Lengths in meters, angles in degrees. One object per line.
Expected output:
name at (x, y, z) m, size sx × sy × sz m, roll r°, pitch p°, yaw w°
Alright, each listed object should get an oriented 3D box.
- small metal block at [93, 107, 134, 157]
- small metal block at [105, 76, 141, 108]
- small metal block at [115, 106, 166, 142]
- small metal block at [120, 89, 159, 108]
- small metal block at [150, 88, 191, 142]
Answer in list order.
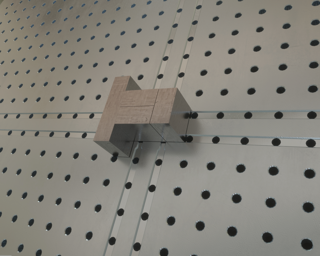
small metal block at (-0.058, 0.006, 0.416) m, size 0.025 × 0.050 × 0.050 m, roll 0°, pitch 62°, yaw 28°
small metal block at (-0.047, -0.038, 0.438) m, size 0.025 × 0.050 × 0.050 m, roll 0°, pitch 62°, yaw 28°
small metal block at (-0.022, -0.005, 0.404) m, size 0.050 × 0.050 × 0.025 m, roll 0°, pitch 62°, yaw 28°
small metal block at (-0.016, -0.027, 0.415) m, size 0.050 × 0.050 × 0.025 m, roll 0°, pitch 62°, yaw 28°
small metal block at (0.015, -0.016, 0.392) m, size 0.025 × 0.050 × 0.050 m, roll 0°, pitch 62°, yaw 28°
